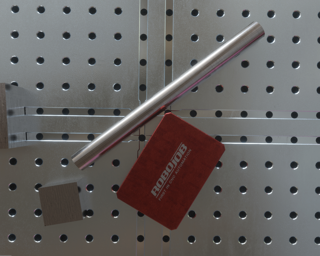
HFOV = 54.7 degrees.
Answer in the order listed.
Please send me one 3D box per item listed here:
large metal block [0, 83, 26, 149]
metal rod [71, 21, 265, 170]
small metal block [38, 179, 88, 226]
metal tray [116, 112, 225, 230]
[{"bbox_3d":[-0.225,-0.013,0.398,0.081,0.050,0.079,-3,90,-1],"label":"large metal block"},{"bbox_3d":[0.011,-0.043,0.413,0.301,0.025,0.025,-36,90,-1],"label":"metal rod"},{"bbox_3d":[-0.128,0.098,0.412,0.050,0.025,0.050,-9,90,-1],"label":"small metal block"},{"bbox_3d":[0.014,0.056,0.411,0.090,0.030,0.130,32,90,-1],"label":"metal tray"}]
